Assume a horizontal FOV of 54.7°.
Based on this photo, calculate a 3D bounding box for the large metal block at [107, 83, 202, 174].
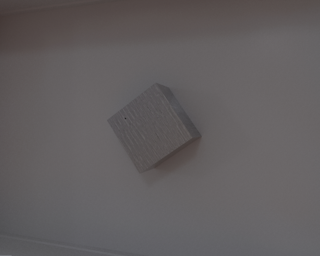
[{"bbox_3d":[-0.006,0.001,0.399,0.080,0.050,0.080,-36,79,16],"label":"large metal block"}]
